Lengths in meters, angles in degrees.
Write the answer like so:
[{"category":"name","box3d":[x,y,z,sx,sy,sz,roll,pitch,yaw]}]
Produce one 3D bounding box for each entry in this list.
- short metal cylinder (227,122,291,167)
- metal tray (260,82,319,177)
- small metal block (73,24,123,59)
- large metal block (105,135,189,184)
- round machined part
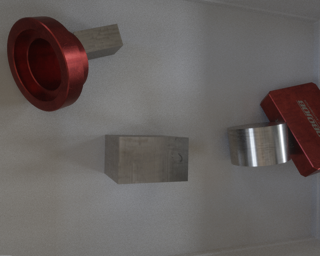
[{"category":"short metal cylinder","box3d":[0.138,0.021,0.434,0.081,0.080,0.050,-8,93,-20]},{"category":"metal tray","box3d":[0.220,-0.002,0.457,0.091,0.030,0.130,-13,64,-19]},{"category":"small metal block","box3d":[-0.077,-0.100,0.369,0.050,0.050,0.025,-18,97,-20]},{"category":"large metal block","box3d":[-0.019,0.035,0.375,0.081,0.080,0.050,1,90,-20]},{"category":"round machined part","box3d":[-0.117,-0.070,0.337,0.042,0.098,0.098,-31,103,-50]}]
